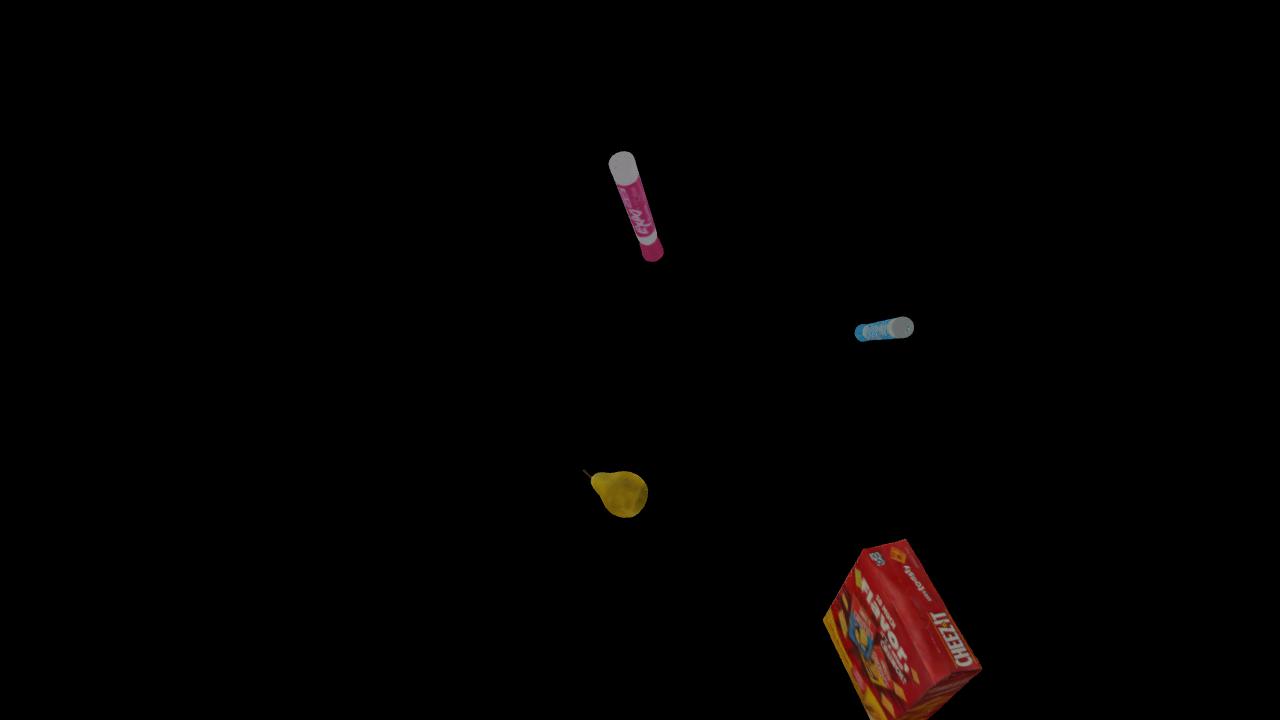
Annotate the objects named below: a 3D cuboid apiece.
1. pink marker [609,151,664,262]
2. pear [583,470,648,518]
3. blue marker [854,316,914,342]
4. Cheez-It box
[{"bbox_3d":[0.000,-0.113,0.477,0.020,0.020,0.121,0,-23,13],"label":"pink marker"},{"bbox_3d":[-0.045,0.211,1.002,0.111,0.080,0.080,16,8,31],"label":"pear"},{"bbox_3d":[0.232,-0.028,0.593,0.020,0.020,0.121,0,0,3],"label":"blue marker"},{"bbox_3d":[0.324,0.362,0.795,0.071,0.223,0.166,-10,45,-10],"label":"Cheez-It box"}]
